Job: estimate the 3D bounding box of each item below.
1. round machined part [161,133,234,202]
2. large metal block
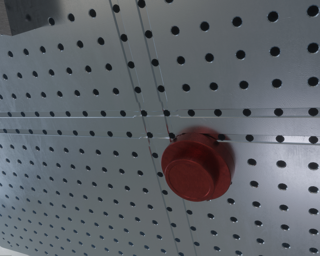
[{"bbox_3d":[0.046,0.059,0.413,0.098,0.042,0.097,13,124,21],"label":"round machined part"},{"bbox_3d":[-0.211,-0.171,0.401,0.080,0.050,0.079,15,125,20],"label":"large metal block"}]
